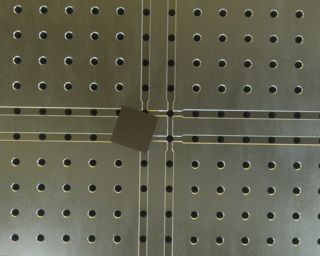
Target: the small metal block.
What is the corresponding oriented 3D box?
[{"bbox_3d":[-0.033,0.002,0.413,0.050,0.025,0.050,18,90,0],"label":"small metal block"}]
